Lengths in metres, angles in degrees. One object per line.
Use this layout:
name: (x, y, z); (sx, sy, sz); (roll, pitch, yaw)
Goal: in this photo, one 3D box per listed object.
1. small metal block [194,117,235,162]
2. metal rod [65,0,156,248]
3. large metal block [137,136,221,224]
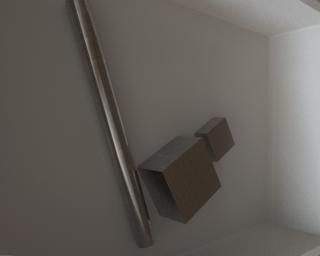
small metal block: (0.086, 0.017, 0.481); (0.050, 0.025, 0.050); (-37, 113, -34)
metal rod: (-0.053, 0.004, 0.363); (0.025, 0.025, 0.298); (-24, 105, -38)
large metal block: (0.028, 0.066, 0.416); (0.081, 0.050, 0.080); (-36, 113, -34)
